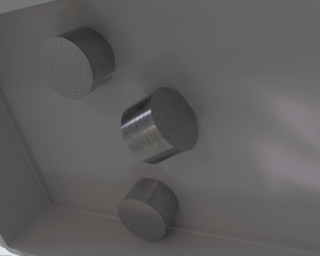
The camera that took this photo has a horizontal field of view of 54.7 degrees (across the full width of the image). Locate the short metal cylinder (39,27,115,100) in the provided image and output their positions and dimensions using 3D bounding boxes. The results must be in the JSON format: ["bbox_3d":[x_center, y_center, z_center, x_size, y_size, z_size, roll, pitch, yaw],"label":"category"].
[{"bbox_3d":[-0.105,-0.083,0.397,0.080,0.050,0.079,13,124,21],"label":"short metal cylinder"}]

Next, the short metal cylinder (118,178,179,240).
[{"bbox_3d":[-0.018,0.125,0.479,0.080,0.050,0.079,13,124,21],"label":"short metal cylinder"}]

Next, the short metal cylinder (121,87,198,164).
[{"bbox_3d":[0.001,-0.002,0.371,0.050,0.080,0.080,-28,103,37],"label":"short metal cylinder"}]
